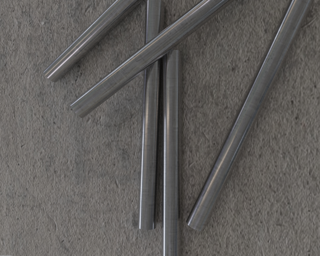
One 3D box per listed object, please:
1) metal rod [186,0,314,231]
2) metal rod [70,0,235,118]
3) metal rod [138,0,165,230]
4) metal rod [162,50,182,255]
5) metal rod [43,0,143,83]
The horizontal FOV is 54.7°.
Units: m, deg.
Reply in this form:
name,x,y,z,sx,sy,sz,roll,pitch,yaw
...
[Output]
name,x,y,z,sx,sy,sz,roll,pitch,yaw
metal rod,0.103,-0.012,0.372,0.025,0.025,0.298,26,98,18
metal rod,0.012,-0.111,0.382,0.300,0.025,0.025,-37,78,7
metal rod,-0.012,-0.017,0.412,0.025,0.025,0.298,2,91,20
metal rod,0.015,0.050,0.403,0.025,0.025,0.298,0,90,20
metal rod,-0.052,-0.167,0.427,0.300,0.025,0.025,-38,78,16
